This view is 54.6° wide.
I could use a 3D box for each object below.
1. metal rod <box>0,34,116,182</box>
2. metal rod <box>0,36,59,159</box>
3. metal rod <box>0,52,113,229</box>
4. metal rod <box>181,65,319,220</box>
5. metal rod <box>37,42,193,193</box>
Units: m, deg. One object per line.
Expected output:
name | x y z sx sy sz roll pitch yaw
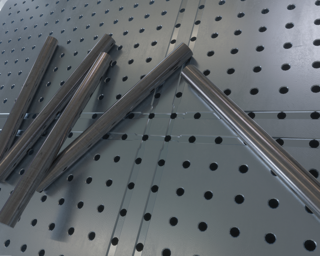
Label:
metal rod | -0.176 -0.040 0.526 0.025 0.025 0.300 27 76 37
metal rod | -0.252 -0.048 0.571 0.025 0.025 0.300 -1 61 28
metal rod | -0.144 0.000 0.460 0.025 0.025 0.300 4 56 30
metal rod | 0.110 0.015 0.341 0.025 0.025 0.300 -39 51 2
metal rod | -0.070 -0.016 0.456 0.300 0.025 0.025 -42 51 -1
